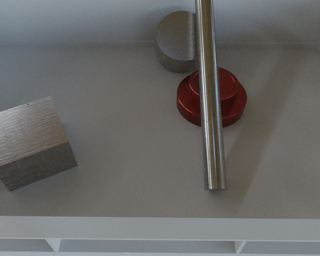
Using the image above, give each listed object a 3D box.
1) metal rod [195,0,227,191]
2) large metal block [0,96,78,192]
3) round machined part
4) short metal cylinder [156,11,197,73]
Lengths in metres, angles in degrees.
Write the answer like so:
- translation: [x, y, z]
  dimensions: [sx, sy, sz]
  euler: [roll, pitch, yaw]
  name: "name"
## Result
- translation: [0.062, -0.072, 0.395]
  dimensions: [0.025, 0.025, 0.299]
  euler: [0, 72, -1]
  name: "metal rod"
- translation: [-0.155, 0.017, 0.373]
  dimensions: [0.081, 0.050, 0.080]
  euler: [-21, 53, -17]
  name: "large metal block"
- translation: [0.073, -0.050, 0.437]
  dimensions: [0.099, 0.042, 0.098]
  euler: [0, 50, 0]
  name: "round machined part"
- translation: [0.034, -0.131, 0.479]
  dimensions: [0.081, 0.050, 0.080]
  euler: [0, 79, -2]
  name: "short metal cylinder"
